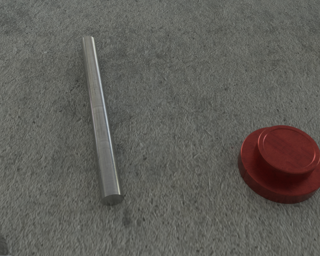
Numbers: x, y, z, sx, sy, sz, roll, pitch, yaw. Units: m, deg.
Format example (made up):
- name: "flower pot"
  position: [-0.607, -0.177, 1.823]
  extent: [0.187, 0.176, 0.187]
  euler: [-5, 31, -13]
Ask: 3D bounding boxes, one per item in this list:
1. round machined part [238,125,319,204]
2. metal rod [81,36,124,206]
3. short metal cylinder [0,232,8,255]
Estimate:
- name: "round machined part"
  position: [0.145, 0.035, 0.364]
  extent: [0.099, 0.042, 0.098]
  euler: [0, 50, 0]
- name: "metal rod"
  position: [-0.086, -0.033, 0.430]
  extent: [0.025, 0.025, 0.300]
  euler: [-10, 51, -9]
- name: "short metal cylinder"
  position: [-0.193, 0.118, 0.286]
  extent: [0.081, 0.050, 0.080]
  euler: [0, 50, 0]
